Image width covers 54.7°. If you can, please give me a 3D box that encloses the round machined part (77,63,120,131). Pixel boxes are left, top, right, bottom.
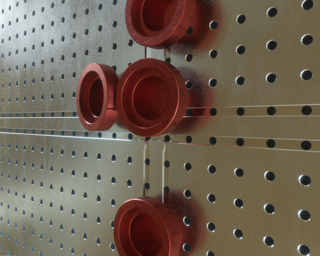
[{"bbox_3d":[-0.083,-0.044,0.456,0.098,0.042,0.097,1,91,51],"label":"round machined part"}]

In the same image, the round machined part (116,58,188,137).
[{"bbox_3d":[-0.007,-0.038,0.399,0.098,0.042,0.097,1,91,34],"label":"round machined part"}]

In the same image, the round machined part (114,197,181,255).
[{"bbox_3d":[-0.013,0.138,0.407,0.098,0.042,0.097,0,90,39],"label":"round machined part"}]

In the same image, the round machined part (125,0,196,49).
[{"bbox_3d":[0.005,-0.149,0.392,0.098,0.042,0.097,0,90,39],"label":"round machined part"}]
